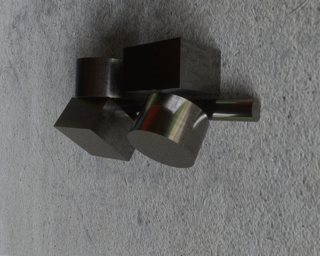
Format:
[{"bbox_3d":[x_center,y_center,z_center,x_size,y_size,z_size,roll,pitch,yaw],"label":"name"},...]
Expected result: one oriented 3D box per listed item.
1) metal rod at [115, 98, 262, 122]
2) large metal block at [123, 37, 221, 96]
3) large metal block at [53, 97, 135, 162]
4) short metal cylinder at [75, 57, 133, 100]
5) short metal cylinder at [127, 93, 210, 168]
[{"bbox_3d":[-0.014,-0.025,0.420,0.300,0.025,0.025,3,92,39],"label":"metal rod"},{"bbox_3d":[0.015,-0.065,0.358,0.080,0.081,0.050,2,92,40],"label":"large metal block"},{"bbox_3d":[-0.084,0.001,0.432,0.080,0.080,0.050,4,58,39],"label":"large metal block"},{"bbox_3d":[-0.077,-0.067,0.434,0.080,0.081,0.050,5,93,40],"label":"short metal cylinder"},{"bbox_3d":[0.010,0.004,0.354,0.080,0.080,0.050,2,57,40],"label":"short metal cylinder"}]
